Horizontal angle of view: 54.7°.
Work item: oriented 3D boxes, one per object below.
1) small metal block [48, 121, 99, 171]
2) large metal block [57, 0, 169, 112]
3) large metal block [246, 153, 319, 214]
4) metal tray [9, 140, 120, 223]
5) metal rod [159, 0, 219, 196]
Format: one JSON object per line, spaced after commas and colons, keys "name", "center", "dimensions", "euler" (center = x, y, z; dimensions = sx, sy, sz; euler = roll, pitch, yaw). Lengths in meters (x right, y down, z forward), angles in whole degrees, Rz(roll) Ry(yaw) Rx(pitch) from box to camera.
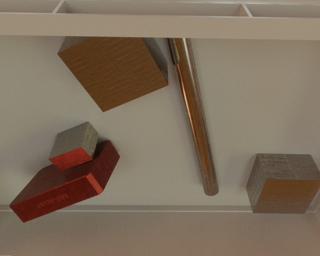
{"name": "small metal block", "center": [-0.113, 0.024, 0.411], "dimensions": [0.050, 0.050, 0.025], "euler": [-20, 127, 16]}
{"name": "large metal block", "center": [-0.045, -0.074, 0.329], "dimensions": [0.080, 0.050, 0.080], "euler": [-21, 127, 16]}
{"name": "large metal block", "center": [0.184, 0.085, 0.468], "dimensions": [0.081, 0.050, 0.079], "euler": [1, 130, -2]}
{"name": "metal tray", "center": [-0.126, 0.070, 0.421], "dimensions": [0.130, 0.090, 0.030], "euler": [-23, 110, 18]}
{"name": "metal rod", "center": [0.046, -0.012, 0.399], "dimensions": [0.025, 0.025, 0.299], "euler": [-11, 130, 8]}
